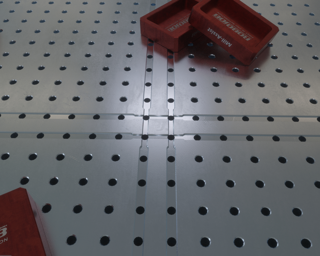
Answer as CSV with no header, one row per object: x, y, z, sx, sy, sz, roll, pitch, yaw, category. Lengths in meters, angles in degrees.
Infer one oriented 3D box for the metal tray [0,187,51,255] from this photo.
-0.181,0.125,0.299,0.131,0.030,0.090,-23,54,-18,metal tray

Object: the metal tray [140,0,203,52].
0.039,-0.197,0.569,0.090,0.030,0.131,35,58,26,metal tray

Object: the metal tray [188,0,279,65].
0.125,-0.176,0.529,0.130,0.030,0.090,40,60,10,metal tray
